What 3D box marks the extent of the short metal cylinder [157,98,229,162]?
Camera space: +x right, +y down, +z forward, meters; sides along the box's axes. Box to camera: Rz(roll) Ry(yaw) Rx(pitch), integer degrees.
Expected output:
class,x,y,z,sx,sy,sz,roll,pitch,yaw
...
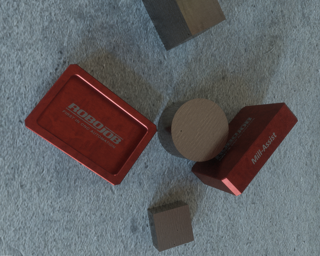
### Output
class,x,y,z,sx,sy,sz,roll,pitch,yaw
short metal cylinder,0.043,0.002,0.412,0.081,0.050,0.080,0,90,-20

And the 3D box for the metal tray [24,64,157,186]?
class,x,y,z,sx,sy,sz,roll,pitch,yaw
metal tray,-0.080,-0.002,0.376,0.130,0.030,0.090,38,78,-16

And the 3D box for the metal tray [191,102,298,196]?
class,x,y,z,sx,sy,sz,roll,pitch,yaw
metal tray,0.110,0.024,0.415,0.030,0.090,0.130,46,76,-15

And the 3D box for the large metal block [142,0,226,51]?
class,x,y,z,sx,sy,sz,roll,pitch,yaw
large metal block,0.026,-0.152,0.389,0.050,0.080,0.080,-30,100,-17

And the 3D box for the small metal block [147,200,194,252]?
class,x,y,z,sx,sy,sz,roll,pitch,yaw
small metal block,0.014,0.130,0.415,0.050,0.025,0.050,-10,94,-20
